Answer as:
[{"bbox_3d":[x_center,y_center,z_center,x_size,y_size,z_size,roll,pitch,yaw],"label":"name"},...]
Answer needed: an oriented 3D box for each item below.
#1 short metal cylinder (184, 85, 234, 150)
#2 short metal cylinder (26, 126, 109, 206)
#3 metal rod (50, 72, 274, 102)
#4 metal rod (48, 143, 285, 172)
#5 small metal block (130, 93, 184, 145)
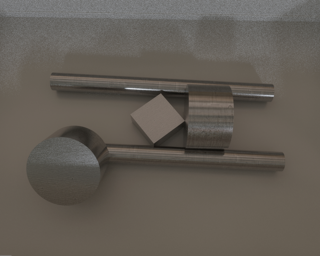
[{"bbox_3d":[0.057,-0.014,0.385,0.050,0.080,0.080,2,70,0],"label":"short metal cylinder"},{"bbox_3d":[-0.104,0.042,0.360,0.081,0.050,0.079,0,104,1],"label":"short metal cylinder"},{"bbox_3d":[0.003,-0.056,0.428,0.302,0.025,0.025,3,70,0],"label":"metal rod"},{"bbox_3d":[0.004,0.035,0.395,0.302,0.025,0.025,3,70,0],"label":"metal rod"},{"bbox_3d":[-0.003,-0.009,0.411,0.050,0.025,0.050,-36,74,-13],"label":"small metal block"}]
